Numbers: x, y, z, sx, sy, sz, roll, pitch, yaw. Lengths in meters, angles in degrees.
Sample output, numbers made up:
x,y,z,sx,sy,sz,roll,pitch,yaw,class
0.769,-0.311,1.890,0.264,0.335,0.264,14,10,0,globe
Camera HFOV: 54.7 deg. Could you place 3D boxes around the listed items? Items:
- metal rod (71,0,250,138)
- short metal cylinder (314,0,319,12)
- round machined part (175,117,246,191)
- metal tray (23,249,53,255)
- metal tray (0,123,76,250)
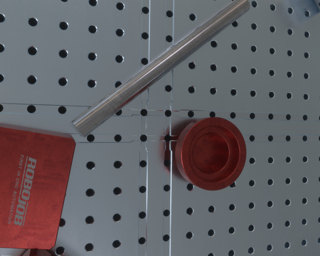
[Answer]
x,y,z,sx,sy,sz,roll,pitch,yaw,class
0.012,-0.091,0.416,0.301,0.025,0.025,-40,103,-16,metal rod
0.284,-0.225,0.488,0.080,0.080,0.050,-37,102,-16,short metal cylinder
0.066,0.034,0.428,0.099,0.042,0.097,0,90,-20,round machined part
-0.154,0.212,0.349,0.090,0.030,0.130,44,80,-15,metal tray
-0.153,0.066,0.346,0.091,0.030,0.129,11,93,-20,metal tray
